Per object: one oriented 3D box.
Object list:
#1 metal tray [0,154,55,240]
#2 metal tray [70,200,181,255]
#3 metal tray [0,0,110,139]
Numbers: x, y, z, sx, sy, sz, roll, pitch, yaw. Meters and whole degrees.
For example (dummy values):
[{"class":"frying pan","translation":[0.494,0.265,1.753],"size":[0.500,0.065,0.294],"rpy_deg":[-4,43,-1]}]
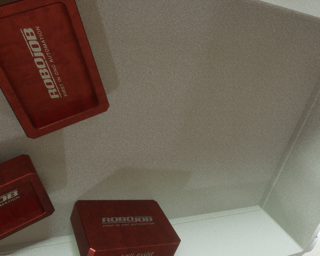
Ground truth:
[{"class":"metal tray","translation":[-0.191,0.090,0.333],"size":[0.131,0.030,0.089],"rpy_deg":[-24,142,-22]},{"class":"metal tray","translation":[-0.048,0.140,0.426],"size":[0.131,0.090,0.030],"rpy_deg":[8,114,-32]},{"class":"metal tray","translation":[-0.112,-0.061,0.305],"size":[0.091,0.030,0.129],"rpy_deg":[-23,127,-14]}]
